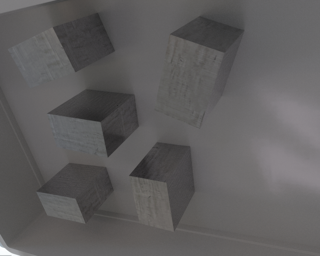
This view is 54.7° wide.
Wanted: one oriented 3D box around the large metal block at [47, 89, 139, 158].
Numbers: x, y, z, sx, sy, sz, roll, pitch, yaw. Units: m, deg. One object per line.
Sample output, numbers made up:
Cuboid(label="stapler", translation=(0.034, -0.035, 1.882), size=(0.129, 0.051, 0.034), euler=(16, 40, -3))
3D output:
Cuboid(label="large metal block", translation=(-0.085, -0.010, 0.412), size=(0.080, 0.080, 0.050), euler=(9, 122, 23))

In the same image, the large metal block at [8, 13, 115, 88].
Cuboid(label="large metal block", translation=(-0.117, -0.094, 0.376), size=(0.080, 0.080, 0.050), euler=(-10, 113, 32))

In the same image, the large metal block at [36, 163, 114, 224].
Cuboid(label="large metal block", translation=(-0.137, 0.104, 0.510), size=(0.080, 0.080, 0.050), euler=(2, 119, 27))

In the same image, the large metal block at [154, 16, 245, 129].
Cuboid(label="large metal block", translation=(0.040, -0.059, 0.315), size=(0.050, 0.080, 0.079), euler=(23, 127, 14))

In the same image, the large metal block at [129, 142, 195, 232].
Cuboid(label="large metal block", translation=(0.007, 0.076, 0.417), size=(0.050, 0.080, 0.079), euler=(6, 121, 25))
